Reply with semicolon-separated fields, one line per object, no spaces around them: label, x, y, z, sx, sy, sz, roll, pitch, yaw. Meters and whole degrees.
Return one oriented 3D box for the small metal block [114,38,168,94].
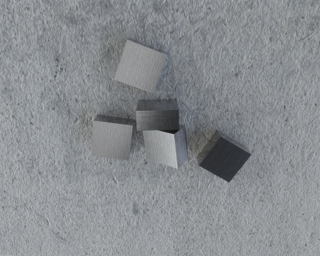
small metal block;-0.023;-0.077;0.381;0.050;0.025;0.050;19;109;-7

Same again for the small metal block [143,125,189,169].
small metal block;0.007;0.019;0.400;0.050;0.025;0.050;14;123;35

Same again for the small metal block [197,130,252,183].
small metal block;0.087;0.039;0.425;0.050;0.025;0.050;30;107;-11

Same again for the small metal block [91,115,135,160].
small metal block;-0.063;0.013;0.414;0.050;0.025;0.050;7;110;-3

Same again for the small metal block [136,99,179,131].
small metal block;-0.003;-0.018;0.390;0.050;0.050;0.025;-1;110;0
